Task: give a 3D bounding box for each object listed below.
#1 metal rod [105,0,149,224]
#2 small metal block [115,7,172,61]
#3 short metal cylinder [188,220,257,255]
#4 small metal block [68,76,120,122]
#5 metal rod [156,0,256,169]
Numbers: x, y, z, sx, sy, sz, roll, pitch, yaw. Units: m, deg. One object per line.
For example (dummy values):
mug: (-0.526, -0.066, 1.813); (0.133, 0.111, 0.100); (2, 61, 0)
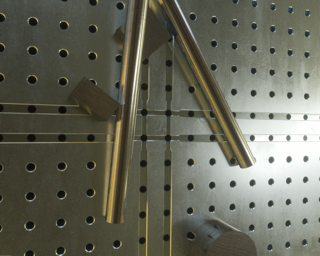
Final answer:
metal rod: (-0.040, -0.031, 0.380); (0.025, 0.025, 0.298); (5, 95, -20)
small metal block: (-0.022, -0.121, 0.404); (0.050, 0.025, 0.050); (-43, 104, -15)
short metal cylinder: (0.086, 0.175, 0.431); (0.081, 0.050, 0.079); (0, 90, -20)
small metal block: (-0.080, -0.033, 0.370); (0.050, 0.050, 0.025); (38, 78, -16)
metal rod: (0.060, -0.076, 0.434); (0.025, 0.025, 0.299); (-32, 101, -17)
